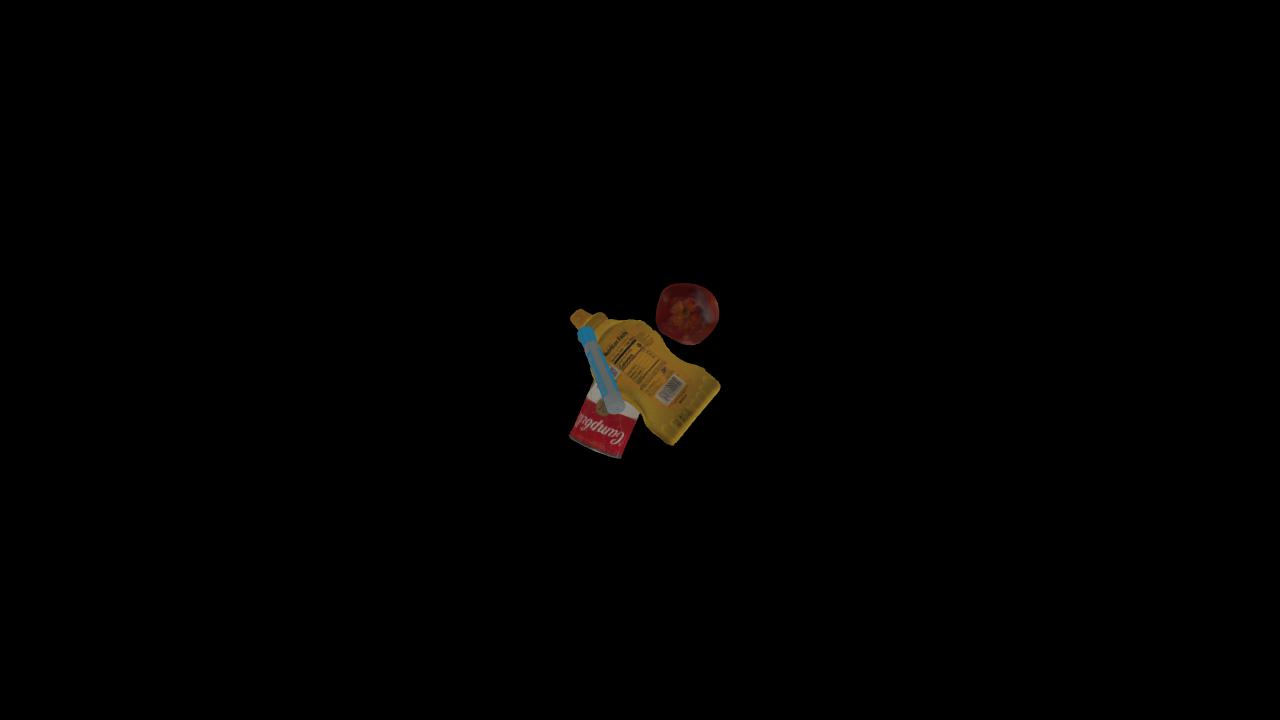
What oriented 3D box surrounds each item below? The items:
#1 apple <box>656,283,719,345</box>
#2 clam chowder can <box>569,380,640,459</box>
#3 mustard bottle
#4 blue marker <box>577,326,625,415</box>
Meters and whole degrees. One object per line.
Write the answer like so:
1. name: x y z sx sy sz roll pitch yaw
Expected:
1. apple: 0.056 -0.057 0.746 0.079 0.079 0.093 0 6 11
2. clam chowder can: -0.033 0.056 0.728 0.068 0.102 0.068 23 -1 1
3. mustard bottle: -0.006 0.004 0.692 0.184 0.092 0.054 40 -5 8
4. blue marker: -0.042 0.006 0.639 0.020 0.020 0.121 0 43 -26
